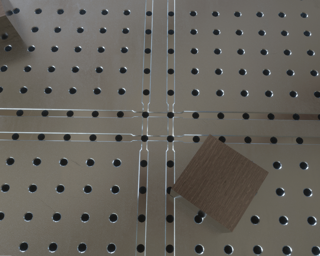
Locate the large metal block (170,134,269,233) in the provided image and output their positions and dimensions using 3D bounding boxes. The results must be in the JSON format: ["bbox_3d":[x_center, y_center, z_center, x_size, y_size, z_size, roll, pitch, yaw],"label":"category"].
[{"bbox_3d":[0.069,0.068,0.374,0.080,0.050,0.080,34,73,11],"label":"large metal block"}]

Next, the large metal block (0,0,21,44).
[{"bbox_3d":[-0.266,-0.167,0.458,0.080,0.050,0.080,-22,72,-8],"label":"large metal block"}]
